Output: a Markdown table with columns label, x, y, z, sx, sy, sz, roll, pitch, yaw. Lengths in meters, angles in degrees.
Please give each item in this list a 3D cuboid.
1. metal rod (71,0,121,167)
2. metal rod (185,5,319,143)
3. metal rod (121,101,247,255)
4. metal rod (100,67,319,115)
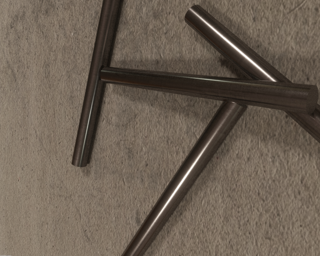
| label | x | y | z | sx | sy | sz | roll | pitch | yaw |
| --- | --- | --- | --- | --- | --- | --- | --- | --- | --- |
| metal rod | -0.098 | -0.082 | 0.483 | 0.025 | 0.025 | 0.298 | 22 | 104 | 37 |
| metal rod | 0.123 | -0.032 | 0.302 | 0.300 | 0.025 | 0.025 | 51 | 120 | 27 |
| metal rod | 0.013 | 0.090 | 0.391 | 0.025 | 0.025 | 0.298 | 45 | 116 | 30 |
| metal rod | 0.024 | -0.052 | 0.364 | 0.300 | 0.025 | 0.025 | 15 | 100 | 44 |
